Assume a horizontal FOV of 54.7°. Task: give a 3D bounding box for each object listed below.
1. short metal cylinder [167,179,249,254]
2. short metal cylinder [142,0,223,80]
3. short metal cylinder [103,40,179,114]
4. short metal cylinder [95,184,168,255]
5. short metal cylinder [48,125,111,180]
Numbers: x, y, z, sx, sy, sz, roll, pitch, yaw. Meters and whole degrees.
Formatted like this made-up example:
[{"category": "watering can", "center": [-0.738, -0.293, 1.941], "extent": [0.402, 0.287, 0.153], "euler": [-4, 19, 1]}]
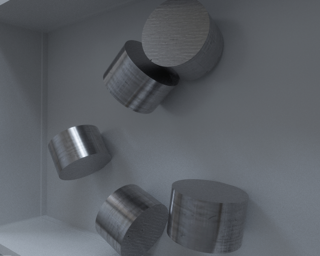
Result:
[{"category": "short metal cylinder", "center": [0.050, 0.090, 0.330], "extent": [0.080, 0.081, 0.050], "euler": [11, 97, 39]}, {"category": "short metal cylinder", "center": [0.026, -0.100, 0.356], "extent": [0.080, 0.050, 0.080], "euler": [-5, 78, 27]}, {"category": "short metal cylinder", "center": [-0.023, -0.064, 0.391], "extent": [0.050, 0.081, 0.080], "euler": [-47, 62, 30]}, {"category": "short metal cylinder", "center": [-0.035, 0.120, 0.400], "extent": [0.050, 0.081, 0.079], "euler": [29, 108, 36]}, {"category": "short metal cylinder", "center": [-0.122, 0.038, 0.472], "extent": [0.080, 0.081, 0.050], "euler": [-42, 65, 32]}]
